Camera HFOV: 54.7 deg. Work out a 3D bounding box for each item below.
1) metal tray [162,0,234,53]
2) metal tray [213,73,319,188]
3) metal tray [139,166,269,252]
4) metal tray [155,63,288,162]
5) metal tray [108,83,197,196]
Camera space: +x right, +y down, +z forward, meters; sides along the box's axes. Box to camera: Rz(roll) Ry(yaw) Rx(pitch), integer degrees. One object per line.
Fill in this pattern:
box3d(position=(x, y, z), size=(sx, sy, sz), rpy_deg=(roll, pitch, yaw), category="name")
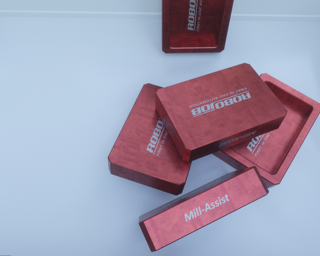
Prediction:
box3d(position=(0.048, -0.161, 0.412), size=(0.091, 0.129, 0.030), rpy_deg=(-1, 52, -1), category="metal tray")
box3d(position=(0.140, 0.001, 0.408), size=(0.090, 0.030, 0.130), rpy_deg=(33, 73, 11), category="metal tray")
box3d(position=(0.042, 0.086, 0.342), size=(0.131, 0.090, 0.030), rpy_deg=(-24, 80, -9), category="metal tray")
box3d(position=(0.070, -0.023, 0.372), size=(0.131, 0.030, 0.090), rpy_deg=(-19, 59, -14), category="metal tray")
box3d(position=(0.002, 0.009, 0.385), size=(0.090, 0.030, 0.130), rpy_deg=(18, 54, 6), category="metal tray")
